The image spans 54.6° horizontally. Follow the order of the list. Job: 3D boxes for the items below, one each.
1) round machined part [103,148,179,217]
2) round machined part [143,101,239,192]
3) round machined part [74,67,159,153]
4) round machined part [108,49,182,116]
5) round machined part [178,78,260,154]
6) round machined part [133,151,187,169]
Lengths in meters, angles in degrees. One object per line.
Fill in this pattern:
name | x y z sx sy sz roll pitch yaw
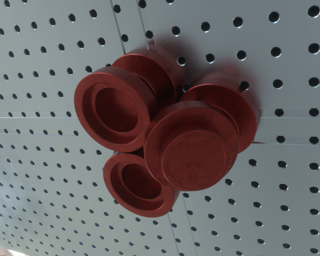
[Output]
round machined part | -0.020 0.062 0.395 0.098 0.042 0.097 13 124 21
round machined part | 0.033 0.025 0.316 0.099 0.042 0.097 -3 114 -6
round machined part | -0.045 -0.024 0.355 0.098 0.042 0.097 13 124 21
round machined part | -0.025 -0.045 0.388 0.098 0.042 0.097 13 124 21
round machined part | 0.063 -0.006 0.364 0.098 0.042 0.097 13 124 21
round machined part | -0.002 0.042 0.428 0.098 0.042 0.097 13 124 21
